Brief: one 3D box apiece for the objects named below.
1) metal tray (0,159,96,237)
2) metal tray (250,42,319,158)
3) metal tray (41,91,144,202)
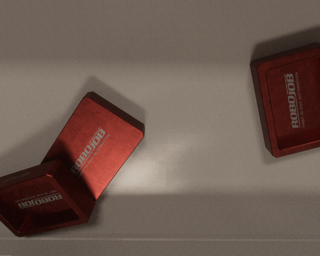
[{"bbox_3d":[-0.166,0.099,0.419,0.130,0.030,0.090,-18,119,21],"label":"metal tray"},{"bbox_3d":[0.175,-0.034,0.398,0.090,0.030,0.129,-16,110,5],"label":"metal tray"},{"bbox_3d":[-0.092,0.028,0.418,0.090,0.030,0.129,33,106,-12],"label":"metal tray"}]
